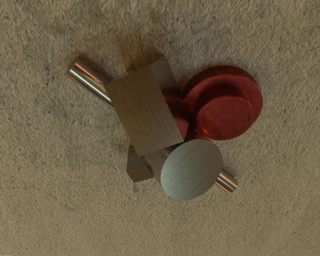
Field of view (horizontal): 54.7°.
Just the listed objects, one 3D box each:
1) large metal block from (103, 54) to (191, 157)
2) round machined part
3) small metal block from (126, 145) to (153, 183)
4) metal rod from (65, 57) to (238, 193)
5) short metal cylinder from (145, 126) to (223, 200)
[{"bbox_3d":[-0.008,-0.028,0.335,0.050,0.080,0.080,-20,106,17],"label":"large metal block"},{"bbox_3d":[0.076,-0.023,0.378,0.099,0.042,0.097,-1,130,0],"label":"round machined part"},{"bbox_3d":[-0.017,0.043,0.430,0.050,0.050,0.025,-17,128,13],"label":"small metal block"},{"bbox_3d":[0.006,0.010,0.418,0.025,0.025,0.301,-37,122,27],"label":"metal rod"},{"bbox_3d":[0.028,0.040,0.378,0.081,0.050,0.079,-10,115,-21],"label":"short metal cylinder"}]
